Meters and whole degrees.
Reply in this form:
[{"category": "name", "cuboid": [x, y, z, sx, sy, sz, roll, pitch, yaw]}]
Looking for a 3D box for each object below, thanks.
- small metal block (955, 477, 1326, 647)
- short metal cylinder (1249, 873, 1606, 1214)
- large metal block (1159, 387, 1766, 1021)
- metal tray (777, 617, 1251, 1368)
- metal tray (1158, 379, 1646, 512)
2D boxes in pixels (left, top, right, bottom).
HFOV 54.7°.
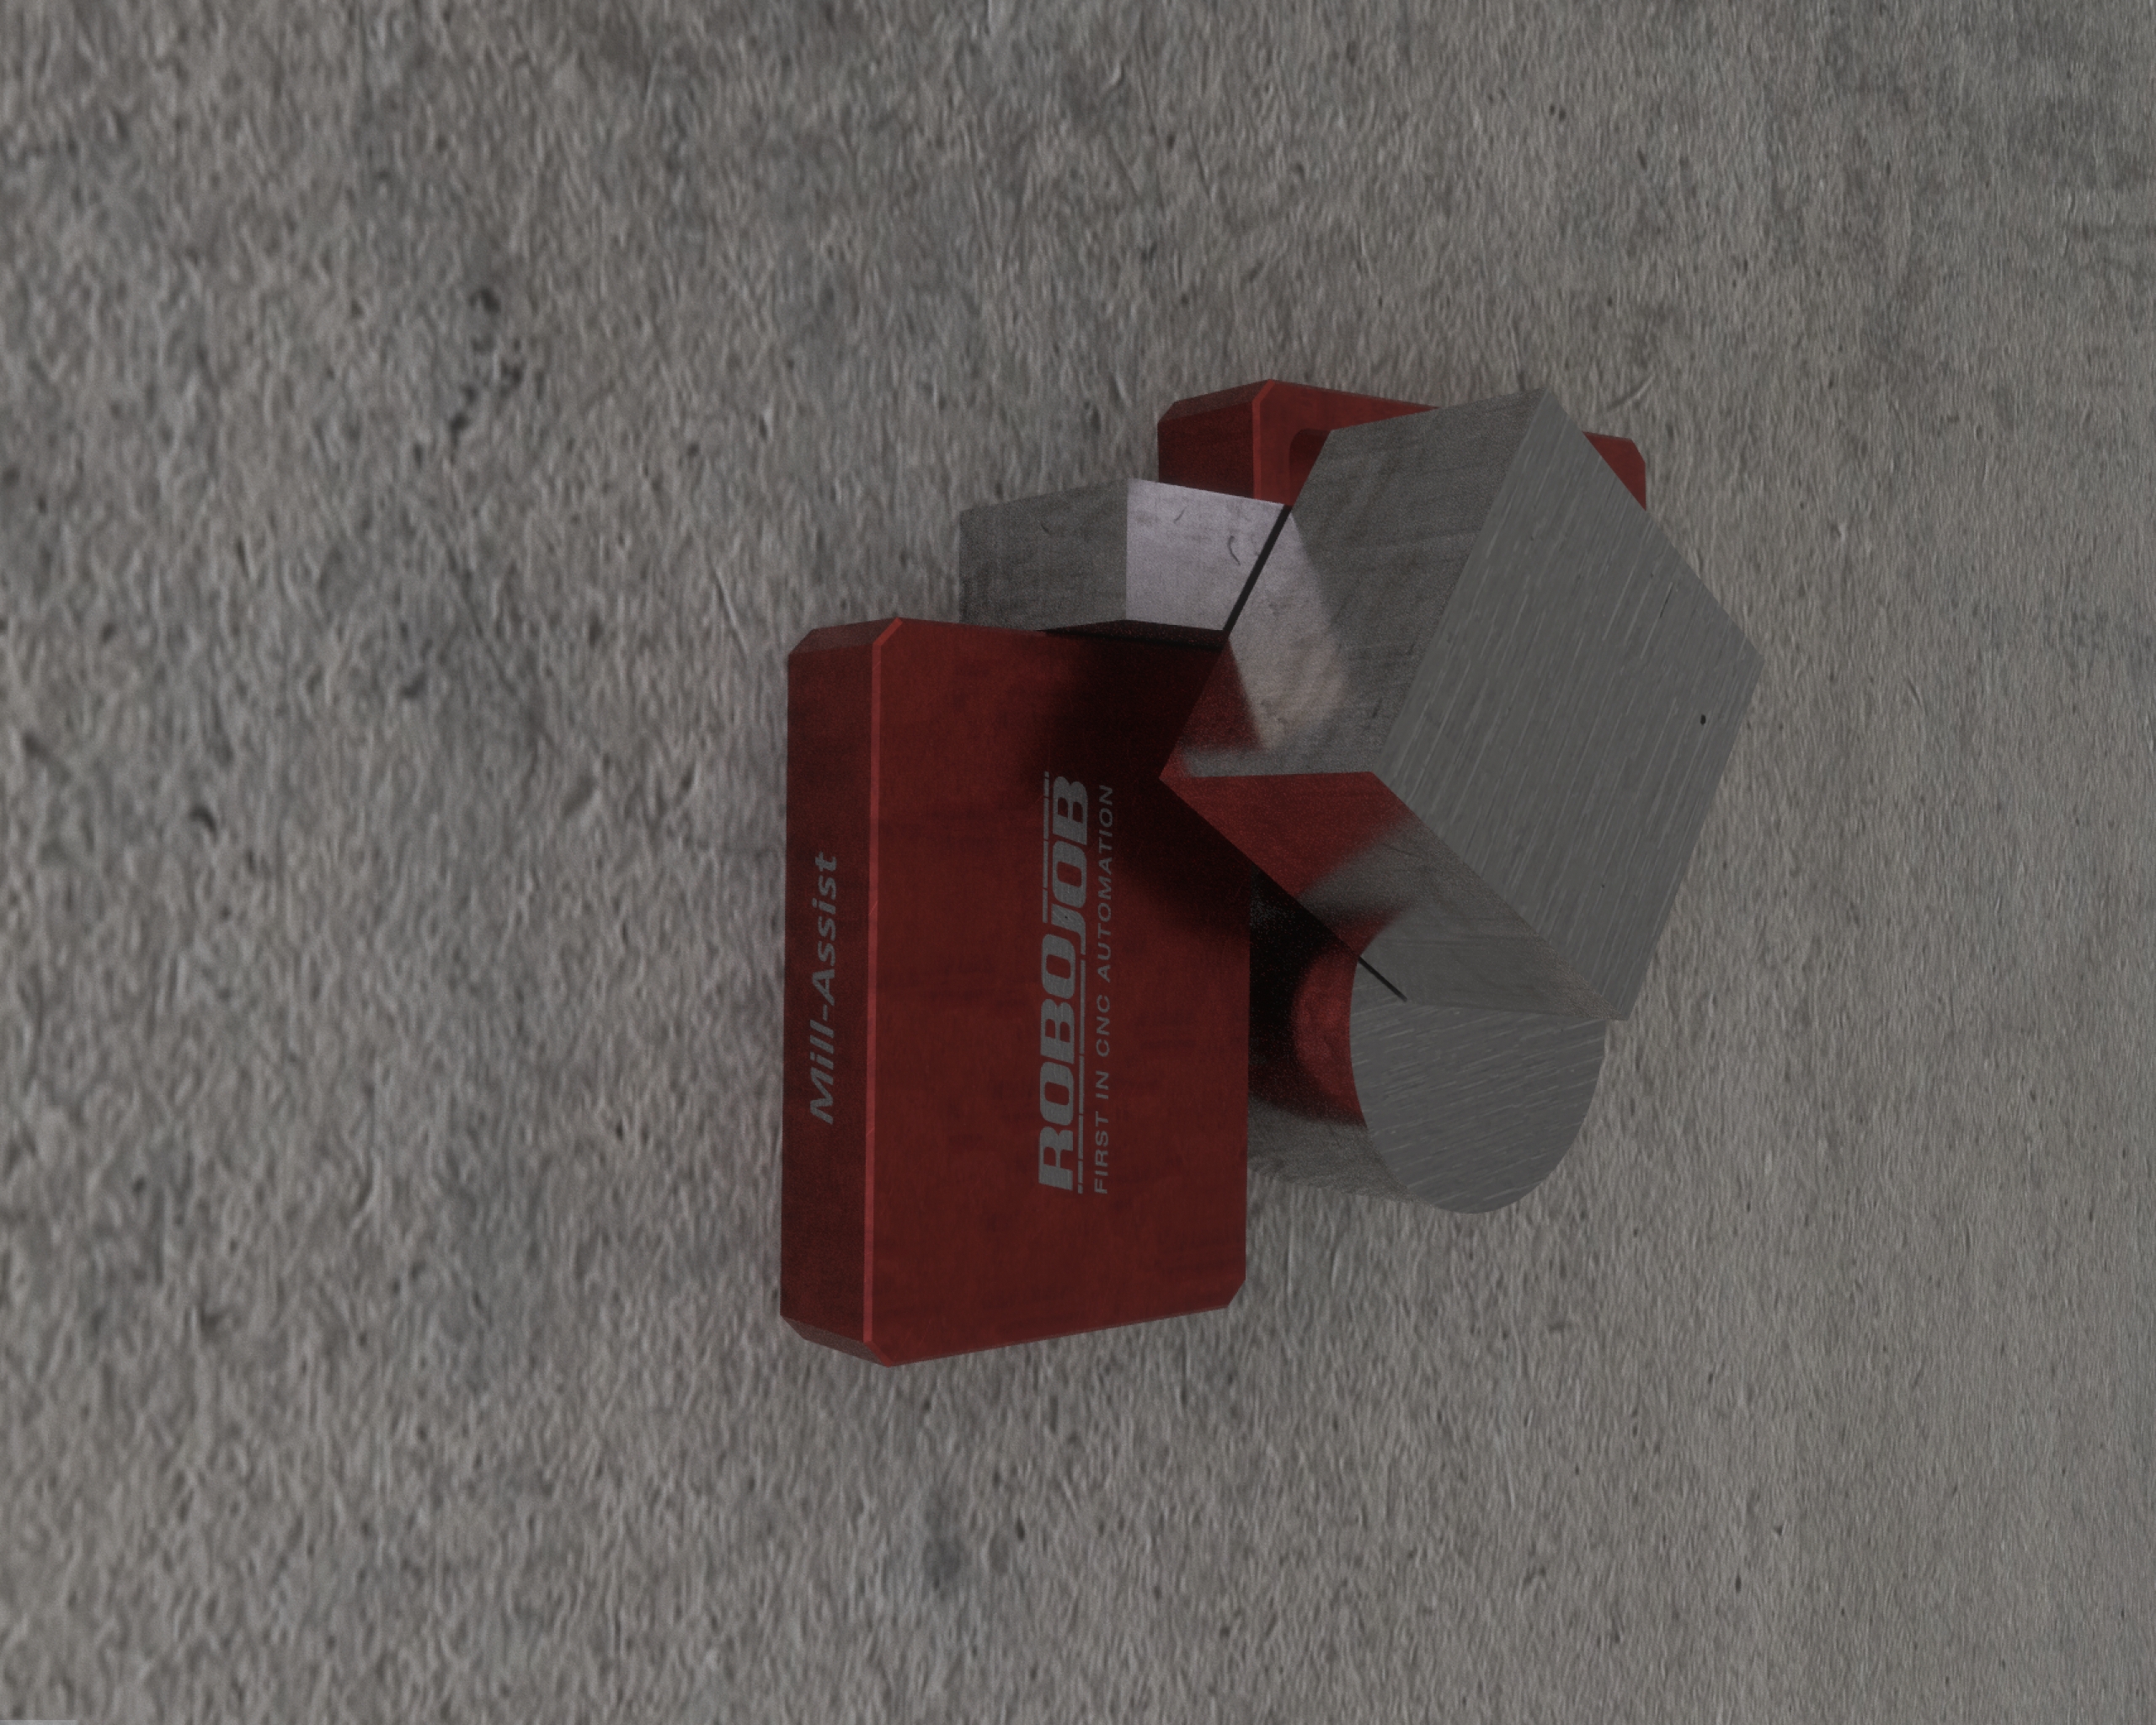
[{"category": "small metal block", "cuboid": [0.012, -0.055, 0.400, 0.050, 0.050, 0.025, 1, 90, -40]}, {"category": "short metal cylinder", "cuboid": [0.068, 0.032, 0.446, 0.081, 0.050, 0.080, 0, 91, -39]}, {"category": "large metal block", "cuboid": [0.073, -0.027, 0.384, 0.080, 0.050, 0.080, 40, 66, -33]}, {"category": "metal tray", "cuboid": [-0.010, 0.023, 0.396, 0.091, 0.030, 0.129, 1, 90, -40]}, {"category": "metal tray", "cuboid": [0.077, -0.054, 0.466, 0.131, 0.030, 0.089, -2, 92, -40]}]
